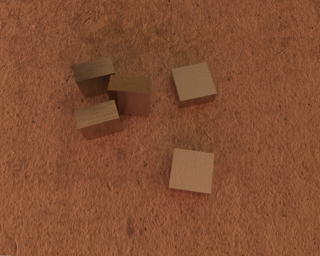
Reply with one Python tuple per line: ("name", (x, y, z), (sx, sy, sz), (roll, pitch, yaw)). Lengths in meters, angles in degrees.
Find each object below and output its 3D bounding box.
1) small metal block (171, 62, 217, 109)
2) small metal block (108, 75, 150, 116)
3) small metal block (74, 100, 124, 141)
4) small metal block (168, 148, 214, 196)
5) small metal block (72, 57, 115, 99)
("small metal block", (0.046, -0.059, 0.430), (0.050, 0.025, 0.050), (-12, 71, -5))
("small metal block", (-0.039, -0.042, 0.408), (0.050, 0.050, 0.025), (4, 58, 1))
("small metal block", (-0.077, -0.009, 0.397), (0.050, 0.050, 0.025), (-16, 72, -5))
("small metal block", (0.039, 0.056, 0.388), (0.050, 0.025, 0.050), (8, 70, 3))
("small metal block", (-0.085, -0.067, 0.419), (0.050, 0.050, 0.025), (-14, 71, -5))
